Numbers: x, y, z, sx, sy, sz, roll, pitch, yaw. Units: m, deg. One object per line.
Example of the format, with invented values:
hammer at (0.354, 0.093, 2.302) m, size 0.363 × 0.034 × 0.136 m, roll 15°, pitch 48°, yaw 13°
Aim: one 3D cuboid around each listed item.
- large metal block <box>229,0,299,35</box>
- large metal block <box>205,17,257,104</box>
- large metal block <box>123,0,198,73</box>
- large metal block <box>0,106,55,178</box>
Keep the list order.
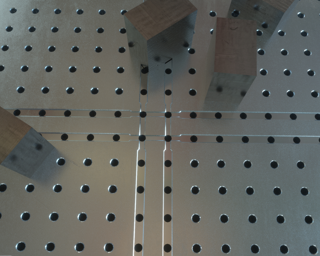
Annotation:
large metal block at (0.167, -0.205, 0.476) m, size 0.080 × 0.050 × 0.080 m, roll 36°, pitch 74°, yaw 12°
large metal block at (0.093, -0.088, 0.416) m, size 0.050 × 0.080 × 0.080 m, roll 6°, pitch 70°, yaw 2°
large metal block at (0.001, -0.135, 0.432) m, size 0.080 × 0.080 × 0.050 m, roll -35°, pitch 74°, yaw -12°
large metal block at (-0.188, 0.012, 0.376) m, size 0.080 × 0.080 × 0.050 m, roll 31°, pitch 73°, yaw 10°
